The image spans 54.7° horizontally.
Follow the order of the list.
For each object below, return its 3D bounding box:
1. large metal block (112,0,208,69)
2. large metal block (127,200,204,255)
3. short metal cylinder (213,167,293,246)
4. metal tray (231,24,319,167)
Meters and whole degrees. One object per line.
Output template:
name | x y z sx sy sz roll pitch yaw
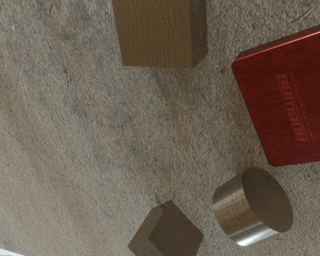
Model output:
large metal block | 0.002 -0.110 0.322 0.080 0.050 0.079 7 122 24
large metal block | 0.011 0.172 0.472 0.080 0.080 0.050 48 129 -6
short metal cylinder | 0.111 0.093 0.371 0.080 0.080 0.050 43 129 -2
metal tray | 0.139 -0.026 0.314 0.090 0.030 0.129 -14 111 34
